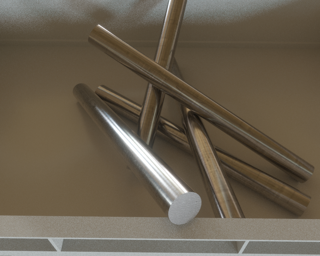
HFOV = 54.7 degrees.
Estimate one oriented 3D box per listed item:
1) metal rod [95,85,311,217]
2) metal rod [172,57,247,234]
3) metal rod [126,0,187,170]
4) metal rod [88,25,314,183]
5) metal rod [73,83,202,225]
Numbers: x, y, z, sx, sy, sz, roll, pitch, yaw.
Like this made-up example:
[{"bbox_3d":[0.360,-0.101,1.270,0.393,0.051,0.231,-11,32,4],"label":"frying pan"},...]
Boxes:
[{"bbox_3d":[0.035,0.017,0.390,0.300,0.025,0.025,29,56,22],"label":"metal rod"},{"bbox_3d":[0.039,-0.010,0.383,0.025,0.025,0.300,-8,41,-6],"label":"metal rod"},{"bbox_3d":[0.005,-0.091,0.403,0.025,0.025,0.299,11,75,9],"label":"metal rod"},{"bbox_3d":[0.047,-0.029,0.367,0.301,0.025,0.025,34,56,2],"label":"metal rod"},{"bbox_3d":[-0.049,0.000,0.327,0.025,0.025,0.300,-23,30,-18],"label":"metal rod"}]
